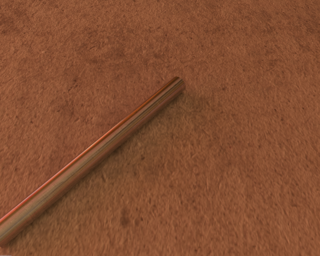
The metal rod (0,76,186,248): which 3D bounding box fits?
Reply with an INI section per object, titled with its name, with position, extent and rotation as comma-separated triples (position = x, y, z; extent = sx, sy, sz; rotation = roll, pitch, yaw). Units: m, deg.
[metal rod]
position = -0.068, 0.023, 0.383
extent = 0.025, 0.025, 0.301
rotation = 33, 57, 24
